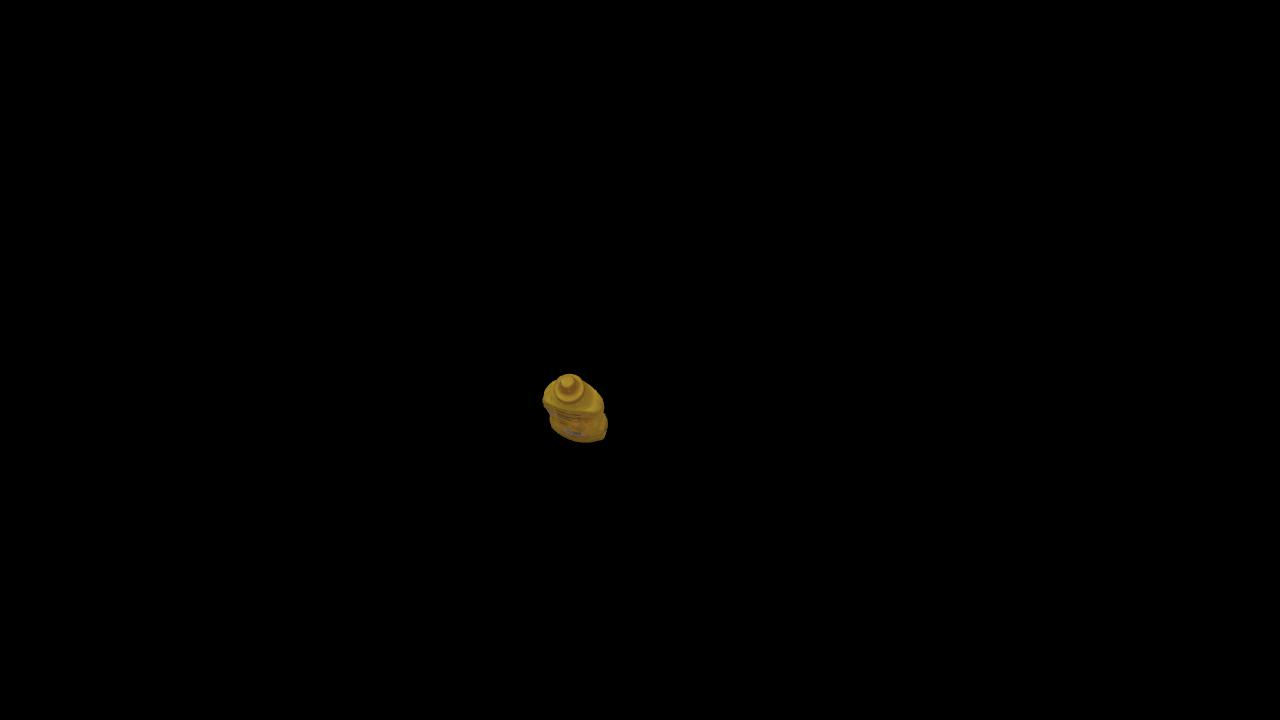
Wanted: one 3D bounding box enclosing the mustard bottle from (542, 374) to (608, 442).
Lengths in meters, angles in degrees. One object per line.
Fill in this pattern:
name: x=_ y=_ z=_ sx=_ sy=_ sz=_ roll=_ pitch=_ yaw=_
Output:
mustard bottle: x=-0.096 y=0.067 z=0.898 sx=0.092 sy=0.054 sz=0.184 roll=17 pitch=-24 yaw=9
